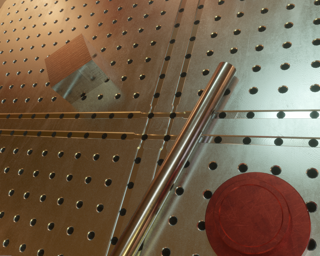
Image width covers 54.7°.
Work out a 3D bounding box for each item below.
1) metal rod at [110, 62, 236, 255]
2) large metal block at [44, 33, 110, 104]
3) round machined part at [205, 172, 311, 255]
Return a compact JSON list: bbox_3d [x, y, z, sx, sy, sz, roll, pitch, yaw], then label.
[{"bbox_3d":[0.015,0.045,0.372,0.025,0.025,0.300,20,72,35],"label":"metal rod"},{"bbox_3d":[-0.143,-0.101,0.530,0.080,0.050,0.080,-32,52,7],"label":"large metal block"},{"bbox_3d":[0.090,0.088,0.296,0.098,0.042,0.098,-13,56,21],"label":"round machined part"}]
